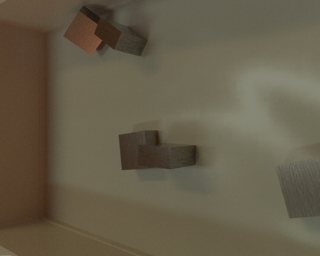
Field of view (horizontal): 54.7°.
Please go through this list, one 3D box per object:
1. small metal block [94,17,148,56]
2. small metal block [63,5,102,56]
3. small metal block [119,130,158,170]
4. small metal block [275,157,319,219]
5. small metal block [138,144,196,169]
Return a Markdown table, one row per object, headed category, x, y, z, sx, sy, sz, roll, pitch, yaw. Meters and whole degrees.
| category | x | y | z | sx | sy | sz | roll | pitch | yaw |
| --- | --- | --- | --- | --- | --- | --- | --- | --- | --- |
| small metal block | -0.055 | -0.127 | 0.433 | 0.050 | 0.050 | 0.025 | 42 | 116 | 31 |
| small metal block | -0.112 | -0.149 | 0.477 | 0.050 | 0.050 | 0.025 | -43 | 25 | 31 |
| small metal block | -0.029 | 0.031 | 0.428 | 0.050 | 0.025 | 0.050 | -10 | 84 | 39 |
| small metal block | 0.143 | 0.054 | 0.288 | 0.050 | 0.025 | 0.050 | -20 | 78 | 38 |
| small metal block | 0.009 | 0.033 | 0.382 | 0.050 | 0.050 | 0.025 | 2 | 91 | 39 |
